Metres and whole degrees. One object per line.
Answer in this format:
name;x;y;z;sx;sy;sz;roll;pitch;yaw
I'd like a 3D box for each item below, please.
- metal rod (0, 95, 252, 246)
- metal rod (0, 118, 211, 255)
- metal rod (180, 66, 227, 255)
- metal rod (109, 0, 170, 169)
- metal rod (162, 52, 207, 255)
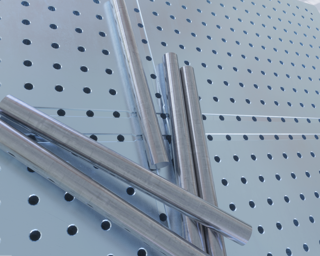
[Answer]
metal rod;-0.036;0.047;0.340;0.301;0.025;0.025;29;52;-2
metal rod;-0.070;0.066;0.315;0.301;0.025;0.025;33;51;-1
metal rod;0.054;0.040;0.414;0.025;0.025;0.299;9;58;-24
metal rod;-0.036;-0.085;0.442;0.025;0.025;0.299;-1;62;-29
metal rod;0.028;0.020;0.412;0.025;0.025;0.299;9;58;-24
